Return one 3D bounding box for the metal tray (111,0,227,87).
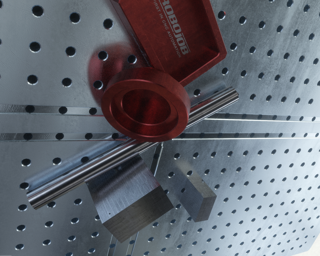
[{"bbox_3d":[0.016,-0.112,0.348,0.090,0.030,0.130,-36,130,-5],"label":"metal tray"}]

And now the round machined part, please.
[{"bbox_3d":[-0.014,-0.030,0.354,0.099,0.042,0.097,8,139,7],"label":"round machined part"}]

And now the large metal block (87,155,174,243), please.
[{"bbox_3d":[-0.041,0.087,0.409,0.080,0.080,0.050,-33,129,-7],"label":"large metal block"}]

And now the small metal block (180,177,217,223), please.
[{"bbox_3d":[0.061,0.115,0.502,0.025,0.050,0.050,-1,119,-29],"label":"small metal block"}]

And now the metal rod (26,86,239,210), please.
[{"bbox_3d":[-0.027,0.020,0.410,0.302,0.025,0.025,-28,128,-11],"label":"metal rod"}]
